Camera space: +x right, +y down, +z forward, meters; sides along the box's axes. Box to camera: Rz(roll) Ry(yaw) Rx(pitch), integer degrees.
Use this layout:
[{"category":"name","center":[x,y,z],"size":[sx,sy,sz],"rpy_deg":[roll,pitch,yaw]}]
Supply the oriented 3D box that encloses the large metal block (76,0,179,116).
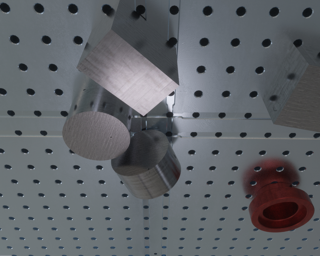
[{"category":"large metal block","center":[-0.028,-0.072,0.314],"size":[0.080,0.080,0.050],"rpy_deg":[36,121,-27]}]

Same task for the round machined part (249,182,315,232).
[{"category":"round machined part","center":[0.196,0.127,0.511],"size":[0.099,0.042,0.097],"rpy_deg":[0,130,0]}]

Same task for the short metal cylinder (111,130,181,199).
[{"category":"short metal cylinder","center":[-0.018,0.048,0.416],"size":[0.080,0.080,0.050],"rpy_deg":[-16,128,13]}]

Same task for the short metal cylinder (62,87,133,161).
[{"category":"short metal cylinder","center":[-0.076,-0.005,0.391],"size":[0.081,0.050,0.079],"rpy_deg":[0,130,0]}]

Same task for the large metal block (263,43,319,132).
[{"category":"large metal block","center":[0.180,-0.044,0.360],"size":[0.081,0.050,0.079],"rpy_deg":[9,130,-8]}]
